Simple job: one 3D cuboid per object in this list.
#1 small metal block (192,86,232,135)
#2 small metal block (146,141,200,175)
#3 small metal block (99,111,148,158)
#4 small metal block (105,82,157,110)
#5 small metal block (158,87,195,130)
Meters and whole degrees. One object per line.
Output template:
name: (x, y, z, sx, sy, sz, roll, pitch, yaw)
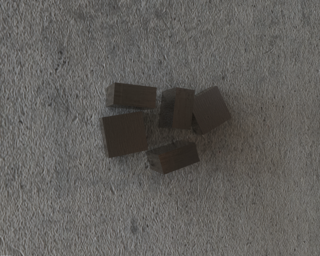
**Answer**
small metal block: (0.064, -0.025, 0.433, 0.050, 0.025, 0.050, -30, 100, -18)
small metal block: (0.015, 0.037, 0.401, 0.050, 0.050, 0.025, -18, 96, -19)
small metal block: (-0.046, 0.007, 0.392, 0.050, 0.025, 0.050, -10, 94, -20)
small metal block: (-0.037, -0.038, 0.382, 0.050, 0.050, 0.025, 4, 89, -20)
small metal block: (0.020, -0.024, 0.403, 0.025, 0.050, 0.050, 7, 88, -20)
